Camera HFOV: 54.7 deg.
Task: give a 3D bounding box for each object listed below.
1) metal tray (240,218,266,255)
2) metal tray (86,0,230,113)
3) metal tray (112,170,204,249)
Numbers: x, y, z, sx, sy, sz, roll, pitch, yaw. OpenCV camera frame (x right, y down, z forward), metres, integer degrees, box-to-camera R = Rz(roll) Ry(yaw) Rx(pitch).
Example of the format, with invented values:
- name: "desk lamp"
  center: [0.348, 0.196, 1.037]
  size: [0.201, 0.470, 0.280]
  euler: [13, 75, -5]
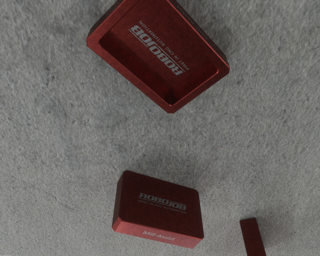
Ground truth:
- name: "metal tray"
  center: [0.180, 0.239, 0.570]
  size: [0.030, 0.090, 0.130]
  euler: [-15, 129, 12]
- name: "metal tray"
  center: [0.001, -0.083, 0.333]
  size: [0.090, 0.030, 0.130]
  euler: [-36, 122, 26]
- name: "metal tray"
  center: [-0.002, 0.122, 0.468]
  size: [0.131, 0.090, 0.030]
  euler: [19, 128, -16]
